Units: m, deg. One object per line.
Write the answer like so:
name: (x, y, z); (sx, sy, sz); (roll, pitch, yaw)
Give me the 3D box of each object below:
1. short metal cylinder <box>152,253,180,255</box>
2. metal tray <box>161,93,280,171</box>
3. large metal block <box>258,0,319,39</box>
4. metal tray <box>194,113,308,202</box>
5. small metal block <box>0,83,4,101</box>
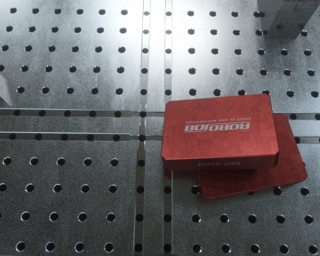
short metal cylinder: (0.008, 0.178, 0.334); (0.081, 0.050, 0.080); (0, 70, 0)
metal tray: (0.071, 0.005, 0.380); (0.131, 0.030, 0.090); (-3, 53, 12)
large metal block: (0.184, -0.188, 0.454); (0.050, 0.080, 0.080); (-1, 70, -1)
metal tray: (0.108, 0.037, 0.397); (0.131, 0.030, 0.090); (-10, 70, -4)
small metal block: (-0.253, -0.057, 0.430); (0.050, 0.025, 0.050); (-20, 71, -8)
